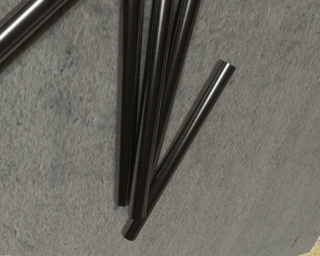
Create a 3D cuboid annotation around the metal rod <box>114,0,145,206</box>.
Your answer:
[{"bbox_3d":[-0.039,-0.026,0.370,0.025,0.025,0.298,-9,122,-24],"label":"metal rod"}]

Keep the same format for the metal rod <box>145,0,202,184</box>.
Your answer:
[{"bbox_3d":[0.012,-0.059,0.378,0.025,0.025,0.298,0,119,-29],"label":"metal rod"}]

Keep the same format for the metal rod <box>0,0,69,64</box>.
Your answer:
[{"bbox_3d":[-0.109,-0.110,0.279,0.300,0.025,0.025,-43,130,1],"label":"metal rod"}]

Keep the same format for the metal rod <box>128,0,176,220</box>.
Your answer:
[{"bbox_3d":[-0.013,-0.016,0.374,0.025,0.025,0.298,-4,115,-27],"label":"metal rod"}]

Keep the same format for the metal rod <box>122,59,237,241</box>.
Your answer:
[{"bbox_3d":[0.020,0.041,0.445,0.025,0.025,0.298,17,109,-35],"label":"metal rod"}]
